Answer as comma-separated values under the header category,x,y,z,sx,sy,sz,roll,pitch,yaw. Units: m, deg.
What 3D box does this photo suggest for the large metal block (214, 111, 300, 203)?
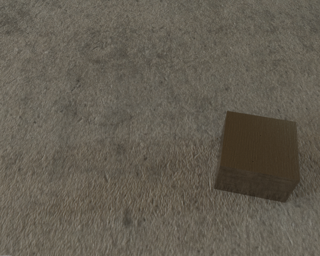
category,x,y,z,sx,sy,sz,roll,pitch,yaw
large metal block,0.111,0.032,0.361,0.080,0.050,0.080,10,51,8
